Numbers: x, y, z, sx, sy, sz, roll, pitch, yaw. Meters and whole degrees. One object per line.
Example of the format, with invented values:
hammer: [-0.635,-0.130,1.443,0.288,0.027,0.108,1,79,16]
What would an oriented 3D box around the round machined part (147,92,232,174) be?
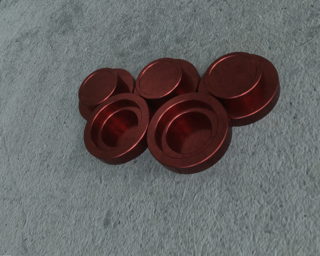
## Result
round machined part: [0.037,0.010,0.368,0.098,0.042,0.098,-13,56,20]

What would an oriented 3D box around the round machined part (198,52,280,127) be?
round machined part: [0.093,-0.054,0.378,0.098,0.042,0.098,-13,56,20]

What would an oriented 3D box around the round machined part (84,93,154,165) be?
round machined part: [-0.049,0.005,0.416,0.098,0.042,0.098,-13,56,20]

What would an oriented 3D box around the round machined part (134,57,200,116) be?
round machined part: [0.006,-0.057,0.425,0.098,0.042,0.098,-13,56,20]

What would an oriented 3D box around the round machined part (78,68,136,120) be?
round machined part: [-0.083,-0.052,0.468,0.098,0.042,0.098,-13,56,20]
